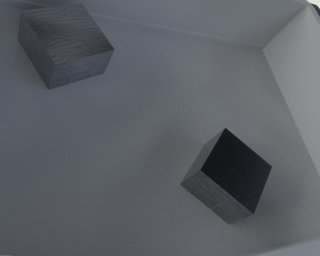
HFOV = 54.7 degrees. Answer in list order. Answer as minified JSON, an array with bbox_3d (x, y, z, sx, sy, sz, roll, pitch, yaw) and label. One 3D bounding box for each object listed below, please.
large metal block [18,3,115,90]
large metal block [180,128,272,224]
[{"bbox_3d":[-0.118,-0.104,0.389,0.081,0.050,0.080,-26,76,-37],"label":"large metal block"},{"bbox_3d":[0.086,0.061,0.399,0.080,0.050,0.080,40,51,-1],"label":"large metal block"}]
